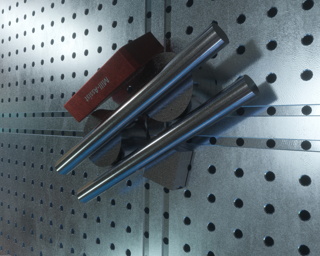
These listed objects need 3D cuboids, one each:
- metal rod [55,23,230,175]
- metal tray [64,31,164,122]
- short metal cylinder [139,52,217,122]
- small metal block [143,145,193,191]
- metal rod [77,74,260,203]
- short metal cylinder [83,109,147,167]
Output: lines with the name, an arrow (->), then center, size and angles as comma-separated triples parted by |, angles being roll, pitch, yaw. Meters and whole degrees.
metal rod -> -0.043, -0.016, 0.376 | 0.299, 0.025, 0.025 | -36, 68, 33
metal tray -> -0.061, -0.067, 0.413 | 0.130, 0.090, 0.030 | -35, 100, 34
short metal cylinder -> 0.021, -0.047, 0.375 | 0.080, 0.050, 0.079 | 0, 90, 39
small metal block -> 0.009, 0.046, 0.399 | 0.050, 0.025, 0.050 | 19, 102, 38
metal rod -> -0.012, 0.030, 0.384 | 0.299, 0.025, 0.025 | -35, 69, 34
short metal cylinder -> -0.065, 0.014, 0.444 | 0.080, 0.050, 0.079 | 0, 90, 39
